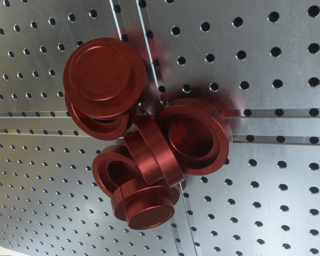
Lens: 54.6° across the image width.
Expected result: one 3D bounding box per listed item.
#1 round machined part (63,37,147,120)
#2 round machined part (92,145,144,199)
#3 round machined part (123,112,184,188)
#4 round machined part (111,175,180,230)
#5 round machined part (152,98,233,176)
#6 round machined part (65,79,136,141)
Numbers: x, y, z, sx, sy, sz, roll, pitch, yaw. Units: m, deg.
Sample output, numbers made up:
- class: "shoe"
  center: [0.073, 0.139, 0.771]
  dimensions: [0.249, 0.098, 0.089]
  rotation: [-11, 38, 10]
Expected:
- class: "round machined part"
  center: [-0.065, -0.061, 0.362]
  dimensions: [0.098, 0.042, 0.098]
  rotation: [0, 82, 2]
- class: "round machined part"
  center: [-0.050, 0.066, 0.467]
  dimensions: [0.098, 0.042, 0.097]
  rotation: [13, 124, 21]
- class: "round machined part"
  center: [-0.012, 0.032, 0.388]
  dimensions: [0.042, 0.098, 0.098]
  rotation: [-29, 107, -6]
- class: "round machined part"
  center: [-0.017, 0.110, 0.441]
  dimensions: [0.099, 0.042, 0.098]
  rotation: [-13, 142, -11]
- class: "round machined part"
  center: [0.041, 0.007, 0.383]
  dimensions: [0.098, 0.042, 0.097]
  rotation: [13, 124, 21]
- class: "round machined part"
  center: [-0.075, -0.035, 0.418]
  dimensions: [0.098, 0.042, 0.097]
  rotation: [13, 124, 21]
